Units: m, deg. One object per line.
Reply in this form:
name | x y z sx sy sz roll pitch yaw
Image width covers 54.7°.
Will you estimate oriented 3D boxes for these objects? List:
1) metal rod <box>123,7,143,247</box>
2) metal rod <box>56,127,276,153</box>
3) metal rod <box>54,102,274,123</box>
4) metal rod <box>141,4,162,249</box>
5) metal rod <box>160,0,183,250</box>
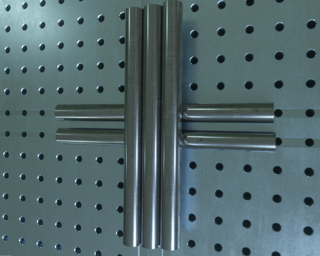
metal rod | -0.033 -0.001 0.397 0.025 0.025 0.298 1 90 19
metal rod | -0.006 0.014 0.414 0.301 0.025 0.025 1 91 19
metal rod | -0.008 -0.021 0.415 0.301 0.025 0.025 1 91 19
metal rod | -0.010 -0.002 0.389 0.025 0.025 0.298 1 90 19
metal rod | 0.014 -0.003 0.381 0.025 0.025 0.298 1 90 19
